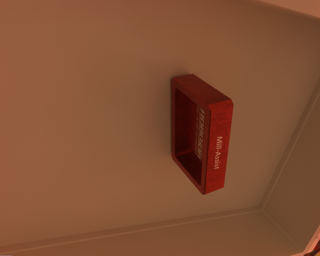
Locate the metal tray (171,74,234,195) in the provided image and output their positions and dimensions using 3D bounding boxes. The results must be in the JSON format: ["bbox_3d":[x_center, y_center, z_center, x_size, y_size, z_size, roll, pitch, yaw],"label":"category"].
[{"bbox_3d":[0.048,0.008,0.393,0.030,0.090,0.129,-16,125,-21],"label":"metal tray"}]
